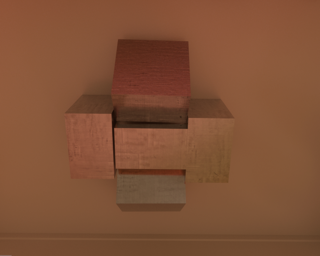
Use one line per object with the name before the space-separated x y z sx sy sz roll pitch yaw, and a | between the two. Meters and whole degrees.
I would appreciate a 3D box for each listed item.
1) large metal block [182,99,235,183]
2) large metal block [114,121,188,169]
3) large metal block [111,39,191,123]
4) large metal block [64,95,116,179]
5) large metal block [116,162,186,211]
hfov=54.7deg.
large metal block | 0.055 0.013 0.386 0.050 0.080 0.079 1 110 0
large metal block | -0.010 0.010 0.384 0.081 0.080 0.050 1 110 -1
large metal block | -0.009 -0.054 0.354 0.081 0.080 0.050 2 148 -1
large metal block | -0.078 0.008 0.383 0.050 0.080 0.079 1 110 0
large metal block | -0.011 0.078 0.402 0.081 0.080 0.050 0 68 -2
